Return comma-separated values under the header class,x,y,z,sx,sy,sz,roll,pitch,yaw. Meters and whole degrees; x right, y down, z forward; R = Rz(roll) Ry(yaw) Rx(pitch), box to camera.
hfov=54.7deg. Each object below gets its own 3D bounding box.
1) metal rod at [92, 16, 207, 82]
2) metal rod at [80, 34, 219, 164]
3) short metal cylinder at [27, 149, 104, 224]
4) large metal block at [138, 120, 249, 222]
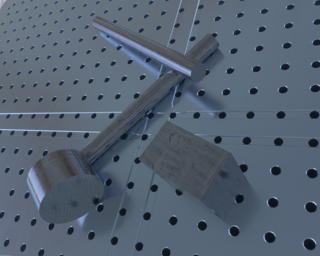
class,x,y,z,sx,sy,sz,roll,pitch,yaw
metal rod,-0.035,-0.135,0.488,0.025,0.025,0.300,-47,45,-4
metal rod,-0.034,-0.024,0.440,0.300,0.025,0.025,-43,51,-2
short metal cylinder,-0.118,0.073,0.390,0.080,0.080,0.050,-43,51,-2
large metal block,0.037,0.046,0.325,0.080,0.080,0.050,28,78,37
